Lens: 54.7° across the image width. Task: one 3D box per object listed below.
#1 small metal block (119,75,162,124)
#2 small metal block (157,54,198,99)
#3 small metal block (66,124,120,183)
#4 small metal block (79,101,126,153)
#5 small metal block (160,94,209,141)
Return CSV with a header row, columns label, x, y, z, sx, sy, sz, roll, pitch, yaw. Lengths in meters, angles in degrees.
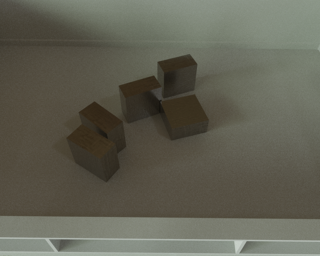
label,x,y,z,sx,sy,sz,roll,pitch,yaw
small metal block,-0.026,-0.038,0.421,0.050,0.050,0.025,-19,53,-16
small metal block,0.024,-0.075,0.452,0.050,0.050,0.025,-17,52,-14
small metal block,-0.077,0.030,0.363,0.050,0.050,0.025,28,55,21
small metal block,-0.071,0.003,0.386,0.050,0.050,0.025,34,58,25
small metal block,0.032,-0.015,0.418,0.050,0.025,0.050,-13,51,-11
